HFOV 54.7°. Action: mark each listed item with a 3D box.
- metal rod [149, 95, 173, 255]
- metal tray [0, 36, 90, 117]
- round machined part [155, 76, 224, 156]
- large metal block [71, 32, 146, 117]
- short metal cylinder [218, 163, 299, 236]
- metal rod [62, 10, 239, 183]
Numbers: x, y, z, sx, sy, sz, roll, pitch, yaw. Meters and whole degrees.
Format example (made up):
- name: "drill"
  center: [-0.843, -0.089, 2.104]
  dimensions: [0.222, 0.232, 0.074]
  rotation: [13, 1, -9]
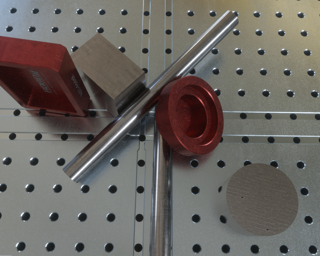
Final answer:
- name: "metal rod"
  center: [0.002, 0.081, 0.382]
  dimensions: [0.025, 0.025, 0.299]
  rotation: [2, 70, 0]
- name: "metal tray"
  center: [-0.144, -0.057, 0.375]
  dimensions: [0.091, 0.130, 0.030]
  rotation: [8, 71, 3]
- name: "round machined part"
  center: [0.033, -0.013, 0.390]
  dimensions: [0.099, 0.042, 0.098]
  rotation: [10, 74, -40]
- name: "large metal block"
  center: [-0.064, -0.062, 0.404]
  dimensions: [0.080, 0.080, 0.050]
  rotation: [42, 75, 13]
- name: "short metal cylinder"
  center: [0.114, 0.087, 0.368]
  dimensions: [0.081, 0.050, 0.080]
  rotation: [0, 70, 0]
- name: "metal rod"
  center: [-0.005, -0.047, 0.402]
  dimensions: [0.025, 0.025, 0.301]
  rotation: [42, 80, 13]
